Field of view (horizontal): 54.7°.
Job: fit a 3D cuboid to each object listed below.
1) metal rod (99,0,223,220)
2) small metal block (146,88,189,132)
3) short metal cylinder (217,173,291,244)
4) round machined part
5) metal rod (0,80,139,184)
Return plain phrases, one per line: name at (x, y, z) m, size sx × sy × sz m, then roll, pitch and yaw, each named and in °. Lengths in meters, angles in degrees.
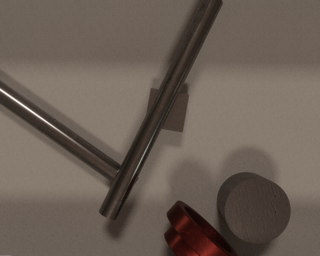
metal rod at (0.002, -0.026, 0.386) m, size 0.025 × 0.025 × 0.299 m, roll 26°, pitch 89°, yaw -1°
small metal block at (0.009, -0.023, 0.412) m, size 0.050 × 0.025 × 0.050 m, roll 10°, pitch 90°, yaw -1°
short metal cylinder at (0.119, 0.101, 0.401) m, size 0.081 × 0.050 × 0.079 m, roll 0°, pitch 90°, yaw -1°
round machined part at (0.044, 0.138, 0.376) m, size 0.098 × 0.098 × 0.042 m, roll 42°, pitch 90°, yaw -1°
metal rod at (-0.158, -0.011, 0.409) m, size 0.301 × 0.025 × 0.025 m, roll 35°, pitch 90°, yaw -1°
